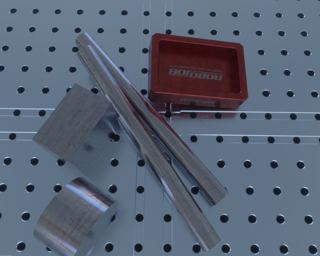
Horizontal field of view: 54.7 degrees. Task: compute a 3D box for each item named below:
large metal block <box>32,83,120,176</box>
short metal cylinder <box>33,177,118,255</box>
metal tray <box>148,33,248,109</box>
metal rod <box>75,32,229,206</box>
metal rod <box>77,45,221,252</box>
[{"bbox_3d":[-0.097,0.005,0.379,0.050,0.080,0.080,29,73,10],"label":"large metal block"},{"bbox_3d":[-0.091,0.102,0.344,0.050,0.080,0.080,32,73,10],"label":"short metal cylinder"},{"bbox_3d":[0.051,-0.078,0.426,0.131,0.030,0.090,4,70,-10],"label":"metal tray"},{"bbox_3d":[-0.019,-0.022,0.419,0.025,0.025,0.300,-37,75,-13],"label":"metal rod"},{"bbox_3d":[-0.021,0.016,0.393,0.025,0.025,0.299,-32,78,-11],"label":"metal rod"}]
